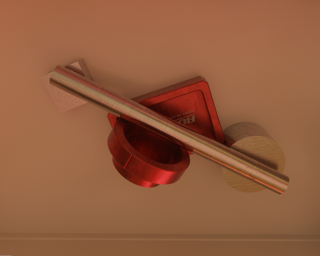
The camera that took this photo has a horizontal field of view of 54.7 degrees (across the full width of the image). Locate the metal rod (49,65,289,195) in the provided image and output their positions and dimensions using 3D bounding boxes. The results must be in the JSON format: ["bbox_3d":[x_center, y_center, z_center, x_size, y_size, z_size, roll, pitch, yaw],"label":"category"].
[{"bbox_3d":[0.014,0.004,0.368,0.301,0.025,0.025,26,108,-3],"label":"metal rod"}]

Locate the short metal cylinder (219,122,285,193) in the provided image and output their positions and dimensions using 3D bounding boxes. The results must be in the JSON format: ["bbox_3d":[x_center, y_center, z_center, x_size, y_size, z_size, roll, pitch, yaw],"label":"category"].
[{"bbox_3d":[0.117,0.038,0.412,0.081,0.050,0.079,0,110,-1],"label":"short metal cylinder"}]

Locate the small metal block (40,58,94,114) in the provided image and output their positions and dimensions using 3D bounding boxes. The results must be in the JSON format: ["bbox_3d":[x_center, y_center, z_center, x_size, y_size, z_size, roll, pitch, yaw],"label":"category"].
[{"bbox_3d":[-0.111,-0.053,0.388,0.050,0.025,0.050,-21,109,7],"label":"small metal block"}]

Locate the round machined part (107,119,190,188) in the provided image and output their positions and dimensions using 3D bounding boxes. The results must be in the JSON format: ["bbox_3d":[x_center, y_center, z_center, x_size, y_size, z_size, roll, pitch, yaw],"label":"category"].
[{"bbox_3d":[-0.017,0.032,0.369,0.098,0.098,0.042,26,116,-10],"label":"round machined part"}]

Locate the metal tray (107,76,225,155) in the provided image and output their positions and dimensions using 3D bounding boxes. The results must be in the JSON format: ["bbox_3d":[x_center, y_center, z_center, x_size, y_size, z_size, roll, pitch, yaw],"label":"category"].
[{"bbox_3d":[0.009,-0.004,0.405,0.131,0.030,0.090,-18,109,6],"label":"metal tray"}]
